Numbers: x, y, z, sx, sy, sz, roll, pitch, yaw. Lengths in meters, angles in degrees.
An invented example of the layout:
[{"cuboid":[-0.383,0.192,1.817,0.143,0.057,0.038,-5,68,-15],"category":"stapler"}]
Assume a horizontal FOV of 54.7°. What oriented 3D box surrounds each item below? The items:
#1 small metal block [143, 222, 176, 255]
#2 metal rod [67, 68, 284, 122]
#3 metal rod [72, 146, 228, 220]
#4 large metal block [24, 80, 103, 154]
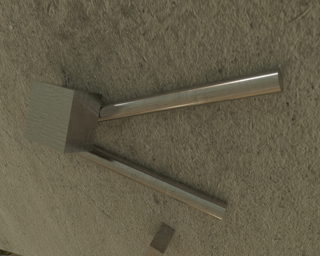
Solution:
[{"cuboid":[-0.003,0.193,0.510,0.025,0.050,0.050,29,128,9],"category":"small metal block"},{"cuboid":[-0.006,-0.031,0.389,0.300,0.025,0.025,-8,115,31],"category":"metal rod"},{"cuboid":[-0.046,0.064,0.468,0.301,0.025,0.025,21,126,15],"category":"metal rod"},{"cuboid":[-0.132,-0.016,0.420,0.080,0.050,0.079,15,98,30],"category":"large metal block"}]
